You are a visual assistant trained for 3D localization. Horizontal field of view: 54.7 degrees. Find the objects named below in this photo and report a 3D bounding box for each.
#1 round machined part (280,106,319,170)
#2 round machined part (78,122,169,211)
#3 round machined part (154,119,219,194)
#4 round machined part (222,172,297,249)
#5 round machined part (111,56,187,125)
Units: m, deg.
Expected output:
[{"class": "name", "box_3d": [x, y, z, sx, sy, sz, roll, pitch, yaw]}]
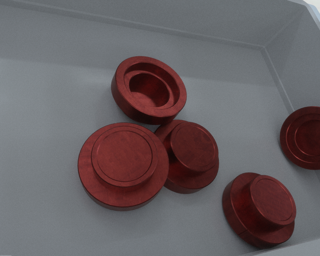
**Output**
[{"class": "round machined part", "box_3d": [0.246, 0.015, 0.488, 0.042, 0.098, 0.098, 1, 60, -47]}, {"class": "round machined part", "box_3d": [-0.039, 0.037, 0.335, 0.099, 0.042, 0.098, 4, 63, -7]}, {"class": "round machined part", "box_3d": [0.035, 0.031, 0.396, 0.099, 0.042, 0.098, 14, 56, -21]}, {"class": "round machined part", "box_3d": [0.134, 0.100, 0.401, 0.099, 0.042, 0.098, 15, 49, -18]}, {"class": "round machined part", "box_3d": [-0.018, -0.045, 0.412, 0.099, 0.042, 0.098, 13, 54, -19]}]
